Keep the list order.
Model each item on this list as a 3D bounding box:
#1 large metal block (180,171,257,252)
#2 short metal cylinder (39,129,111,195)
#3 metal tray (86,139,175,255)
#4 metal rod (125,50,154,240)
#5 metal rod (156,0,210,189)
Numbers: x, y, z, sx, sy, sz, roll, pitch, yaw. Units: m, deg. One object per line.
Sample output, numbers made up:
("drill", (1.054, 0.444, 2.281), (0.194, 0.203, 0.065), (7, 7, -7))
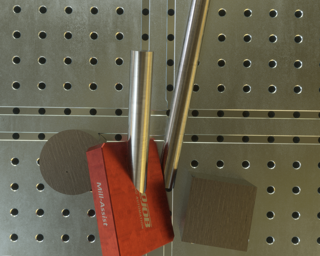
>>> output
("large metal block", (0.072, 0.105, 0.401), (0.080, 0.050, 0.080), (9, 90, 0))
("short metal cylinder", (-0.106, 0.041, 0.400), (0.081, 0.050, 0.079), (0, 90, 0))
("metal tray", (-0.033, 0.082, 0.371), (0.030, 0.091, 0.129), (-18, 79, 39))
("metal rod", (-0.028, 0.061, 0.369), (0.025, 0.025, 0.298), (4, 108, 0))
("metal rod", (0.035, -0.069, 0.413), (0.025, 0.025, 0.298), (11, 90, 0))
